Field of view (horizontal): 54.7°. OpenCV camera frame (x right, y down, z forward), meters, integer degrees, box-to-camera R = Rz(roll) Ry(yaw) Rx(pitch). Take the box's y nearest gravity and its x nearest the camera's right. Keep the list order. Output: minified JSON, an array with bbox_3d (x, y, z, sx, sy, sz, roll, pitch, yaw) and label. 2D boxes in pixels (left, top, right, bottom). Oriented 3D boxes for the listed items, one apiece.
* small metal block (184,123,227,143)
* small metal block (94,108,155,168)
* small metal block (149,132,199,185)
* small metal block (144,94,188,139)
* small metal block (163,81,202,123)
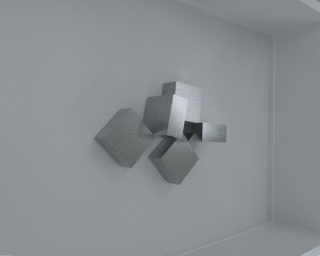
[{"bbox_3d":[0.058,0.007,0.439,0.050,0.050,0.025,4,88,-40],"label":"small metal block"},{"bbox_3d":[-0.041,0.012,0.372,0.050,0.025,0.050,-53,121,-27],"label":"small metal block"},{"bbox_3d":[0.020,0.041,0.423,0.050,0.025,0.050,-48,119,-29],"label":"small metal block"},{"bbox_3d":[0.005,-0.014,0.394,0.025,0.050,0.050,16,80,-39],"label":"small metal block"},{"bbox_3d":[0.030,-0.034,0.432,0.050,0.025,0.050,8,85,-40],"label":"small metal block"}]
